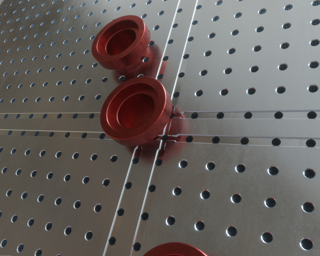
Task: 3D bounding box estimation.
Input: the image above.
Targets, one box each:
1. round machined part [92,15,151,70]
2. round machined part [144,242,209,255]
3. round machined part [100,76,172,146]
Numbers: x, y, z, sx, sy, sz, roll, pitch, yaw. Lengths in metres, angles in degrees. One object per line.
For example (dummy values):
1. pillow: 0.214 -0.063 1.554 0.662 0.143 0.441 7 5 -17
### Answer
1. round machined part: -0.059 -0.134 0.509 0.098 0.042 0.098 -13 56 20
2. round machined part: 0.019 0.161 0.288 0.098 0.042 0.098 -13 56 20
3. round machined part: -0.028 -0.019 0.422 0.098 0.042 0.098 -13 56 20
